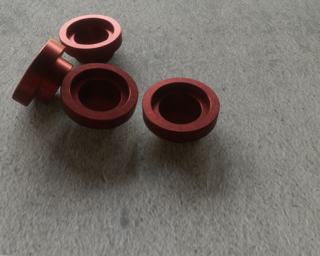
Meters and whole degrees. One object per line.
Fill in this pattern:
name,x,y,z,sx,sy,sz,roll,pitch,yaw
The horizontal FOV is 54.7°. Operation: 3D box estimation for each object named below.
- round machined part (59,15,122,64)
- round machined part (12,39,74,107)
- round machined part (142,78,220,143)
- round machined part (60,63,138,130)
round machined part,-0.112,-0.142,0.510,0.099,0.042,0.098,0,50,0
round machined part,-0.155,-0.070,0.425,0.042,0.098,0.098,33,48,-19
round machined part,0.026,-0.019,0.409,0.099,0.042,0.098,0,50,0
round machined part,-0.081,-0.038,0.414,0.099,0.042,0.098,7,54,-10
